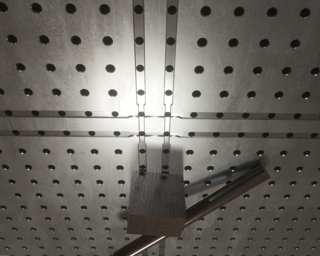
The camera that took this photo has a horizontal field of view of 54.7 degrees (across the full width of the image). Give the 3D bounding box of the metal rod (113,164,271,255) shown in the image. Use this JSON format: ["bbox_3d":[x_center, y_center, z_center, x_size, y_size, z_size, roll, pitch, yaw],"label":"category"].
[{"bbox_3d":[0.043,0.148,0.511,0.300,0.025,0.025,-35,123,16],"label":"metal rod"}]

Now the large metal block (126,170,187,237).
[{"bbox_3d":[-0.006,0.115,0.474,0.081,0.080,0.050,6,130,-6],"label":"large metal block"}]

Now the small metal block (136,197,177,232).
[{"bbox_3d":[-0.007,0.153,0.542,0.050,0.025,0.050,-33,123,24],"label":"small metal block"}]
